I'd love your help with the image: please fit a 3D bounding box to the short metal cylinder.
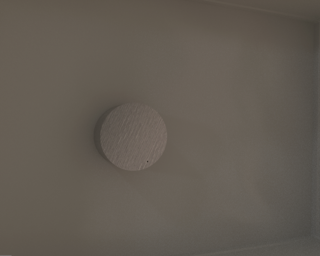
[{"bbox_3d":[-0.038,0.010,0.384,0.081,0.050,0.079,0,90,-21],"label":"short metal cylinder"}]
